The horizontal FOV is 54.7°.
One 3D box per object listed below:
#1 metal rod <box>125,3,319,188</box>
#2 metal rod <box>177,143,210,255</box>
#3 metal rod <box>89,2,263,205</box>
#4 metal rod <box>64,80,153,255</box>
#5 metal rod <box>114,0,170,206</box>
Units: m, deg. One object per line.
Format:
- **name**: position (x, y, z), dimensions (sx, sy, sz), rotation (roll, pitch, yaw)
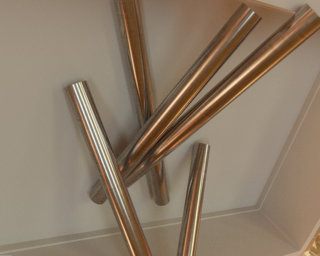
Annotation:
- **metal rod**: position (0.043, -0.013, 0.348), dimensions (0.025, 0.025, 0.299), rotation (19, 132, -36)
- **metal rod**: position (0.037, 0.166, 0.421), dimensions (0.025, 0.025, 0.299), rotation (25, 68, -37)
- **metal rod**: position (0.000, -0.007, 0.355), dimensions (0.025, 0.025, 0.298), rotation (18, 124, -36)
- **metal rod**: position (-0.044, 0.091, 0.363), dimensions (0.025, 0.025, 0.298), rotation (-22, 102, -16)
- **metal rod**: position (-0.015, -0.010, 0.395), dimensions (0.025, 0.025, 0.298), rotation (-21, 127, -17)
